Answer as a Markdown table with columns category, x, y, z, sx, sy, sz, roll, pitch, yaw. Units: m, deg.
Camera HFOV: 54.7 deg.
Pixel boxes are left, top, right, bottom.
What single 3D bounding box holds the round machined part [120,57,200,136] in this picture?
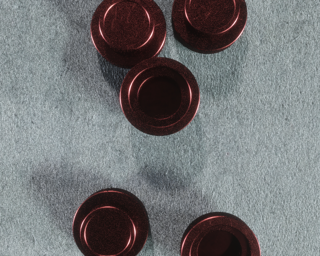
| category | x | y | z | sx | sy | sz | roll | pitch | yaw |
| --- | --- | --- | --- | --- | --- | --- | --- | --- | --- |
| round machined part | 0.000 | -0.039 | 0.401 | 0.099 | 0.042 | 0.097 | 0 | 90 | 0 |

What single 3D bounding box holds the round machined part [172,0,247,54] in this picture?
| category | x | y | z | sx | sy | sz | roll | pitch | yaw |
| --- | --- | --- | --- | --- | --- | --- | --- | --- | --- |
| round machined part | 0.064 | -0.149 | 0.402 | 0.099 | 0.042 | 0.097 | 0 | 90 | 0 |

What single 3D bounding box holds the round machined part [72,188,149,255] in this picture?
| category | x | y | z | sx | sy | sz | roll | pitch | yaw |
| --- | --- | --- | --- | --- | --- | --- | --- | --- | --- |
| round machined part | -0.064 | 0.130 | 0.401 | 0.099 | 0.042 | 0.097 | 0 | 90 | 0 |

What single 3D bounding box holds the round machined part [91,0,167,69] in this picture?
| category | x | y | z | sx | sy | sz | roll | pitch | yaw |
| --- | --- | --- | --- | --- | --- | --- | --- | --- | --- |
| round machined part | -0.041 | -0.129 | 0.401 | 0.099 | 0.042 | 0.097 | 0 | 90 | 0 |

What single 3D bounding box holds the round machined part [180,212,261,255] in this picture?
| category | x | y | z | sx | sy | sz | roll | pitch | yaw |
| --- | --- | --- | --- | --- | --- | --- | --- | --- | --- |
| round machined part | 0.075 | 0.157 | 0.402 | 0.099 | 0.042 | 0.097 | 0 | 90 | 0 |
